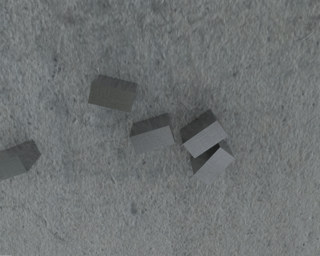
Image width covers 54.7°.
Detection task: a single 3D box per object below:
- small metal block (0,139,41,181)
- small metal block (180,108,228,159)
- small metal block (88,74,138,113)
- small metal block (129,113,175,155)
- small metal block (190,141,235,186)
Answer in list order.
[{"bbox_3d":[-0.194,0.044,0.410,0.050,0.050,0.025,-19,109,6],"label":"small metal block"},{"bbox_3d":[0.055,0.006,0.399,0.050,0.050,0.025,-36,107,12],"label":"small metal block"},{"bbox_3d":[-0.056,-0.043,0.380,0.050,0.050,0.025,13,110,-5],"label":"small metal block"},{"bbox_3d":[-0.009,0.006,0.399,0.050,0.050,0.025,-17,110,6],"label":"small metal block"},{"bbox_3d":[0.068,0.040,0.412,0.025,0.050,0.050,37,106,-13],"label":"small metal block"}]
